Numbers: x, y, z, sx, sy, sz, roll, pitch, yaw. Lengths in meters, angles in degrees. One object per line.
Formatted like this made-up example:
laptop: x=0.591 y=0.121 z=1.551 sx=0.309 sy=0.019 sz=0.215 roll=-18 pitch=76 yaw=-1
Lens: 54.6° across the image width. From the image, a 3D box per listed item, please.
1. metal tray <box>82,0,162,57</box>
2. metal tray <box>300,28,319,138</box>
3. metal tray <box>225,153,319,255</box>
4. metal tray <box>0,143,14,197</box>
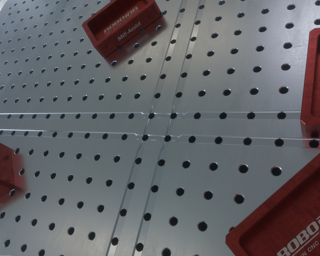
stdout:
metal tray: x=-0.072 y=-0.197 z=0.565 sx=0.130 sy=0.030 sz=0.090 roll=-36 pitch=51 yaw=4
metal tray: x=0.204 y=-0.052 z=0.329 sx=0.090 sy=0.030 sz=0.130 roll=3 pitch=63 yaw=29
metal tray: x=0.136 y=0.094 z=0.275 sx=0.130 sy=0.030 sz=0.090 roll=-41 pitch=51 yaw=0
metal tray: x=-0.306 y=0.091 z=0.512 sx=0.130 sy=0.030 sz=0.090 roll=-33 pitch=51 yaw=6
